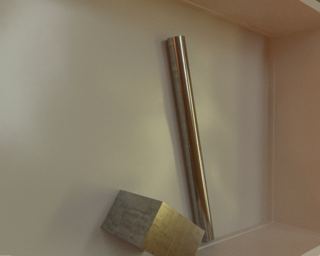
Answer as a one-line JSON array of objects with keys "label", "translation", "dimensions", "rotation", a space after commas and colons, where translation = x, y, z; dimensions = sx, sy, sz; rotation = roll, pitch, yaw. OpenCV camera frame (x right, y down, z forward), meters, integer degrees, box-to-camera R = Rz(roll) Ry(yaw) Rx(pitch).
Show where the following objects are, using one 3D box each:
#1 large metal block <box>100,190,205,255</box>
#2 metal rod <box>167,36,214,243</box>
[{"label": "large metal block", "translation": [-0.009, 0.120, 0.366], "dimensions": [0.080, 0.080, 0.050], "rotation": [42, 64, -32]}, {"label": "metal rod", "translation": [0.046, 0.021, 0.447], "dimensions": [0.025, 0.025, 0.298], "rotation": [-16, 100, -39]}]
